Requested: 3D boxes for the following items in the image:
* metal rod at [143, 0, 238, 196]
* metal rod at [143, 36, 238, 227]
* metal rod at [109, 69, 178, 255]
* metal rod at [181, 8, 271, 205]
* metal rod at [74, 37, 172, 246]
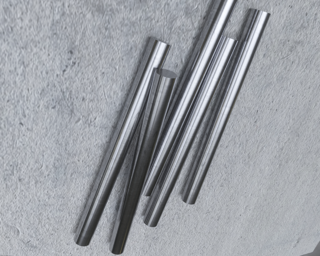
[{"bbox_3d":[0.031,-0.038,0.399,0.025,0.025,0.298,9,114,-33],"label":"metal rod"},{"bbox_3d":[0.035,0.018,0.436,0.025,0.025,0.298,7,115,-32],"label":"metal rod"},{"bbox_3d":[-0.030,0.064,0.413,0.025,0.025,0.298,-1,124,-28],"label":"metal rod"},{"bbox_3d":[0.086,-0.015,0.444,0.025,0.025,0.298,3,117,-30],"label":"metal rod"},{"bbox_3d":[-0.055,0.032,0.395,0.025,0.025,0.298,11,113,-33],"label":"metal rod"}]
